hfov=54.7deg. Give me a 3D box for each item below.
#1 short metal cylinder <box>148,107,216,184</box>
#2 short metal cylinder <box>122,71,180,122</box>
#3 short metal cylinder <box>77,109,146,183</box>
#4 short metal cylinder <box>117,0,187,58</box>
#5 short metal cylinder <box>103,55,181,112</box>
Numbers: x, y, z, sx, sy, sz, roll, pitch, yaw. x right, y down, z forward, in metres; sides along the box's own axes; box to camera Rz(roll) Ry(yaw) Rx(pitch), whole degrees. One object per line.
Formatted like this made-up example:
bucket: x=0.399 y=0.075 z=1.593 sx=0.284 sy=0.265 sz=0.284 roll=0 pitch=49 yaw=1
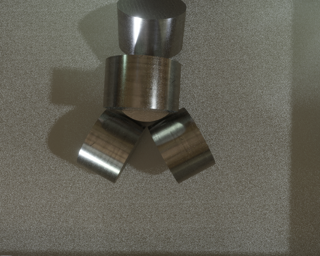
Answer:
short metal cylinder: x=0.026 y=0.021 z=0.382 sx=0.050 sy=0.080 sz=0.080 roll=-29 pitch=90 yaw=1
short metal cylinder: x=-0.016 y=-0.047 z=0.396 sx=0.081 sy=0.050 sz=0.080 roll=0 pitch=90 yaw=0
short metal cylinder: x=-0.058 y=0.021 z=0.381 sx=0.050 sy=0.080 sz=0.080 roll=29 pitch=90 yaw=0
short metal cylinder: x=-0.011 y=-0.125 z=0.376 sx=0.080 sy=0.080 sz=0.050 roll=4 pitch=133 yaw=0
short metal cylinder: x=-0.019 y=-0.044 z=0.332 sx=0.080 sy=0.080 sz=0.050 roll=3 pitch=90 yaw=0
